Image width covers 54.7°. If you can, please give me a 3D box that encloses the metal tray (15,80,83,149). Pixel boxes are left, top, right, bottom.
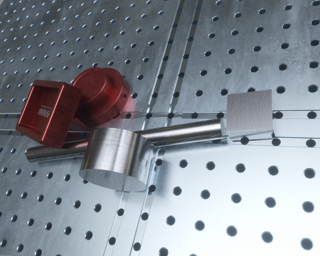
[{"bbox_3d":[-0.174,-0.025,0.473,0.130,0.030,0.090,13,82,50],"label":"metal tray"}]

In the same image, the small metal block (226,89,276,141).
[{"bbox_3d":[0.106,-0.014,0.361,0.050,0.025,0.050,-5,59,25],"label":"small metal block"}]

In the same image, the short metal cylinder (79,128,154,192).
[{"bbox_3d":[-0.051,0.040,0.373,0.080,0.080,0.050,-3,61,26],"label":"short metal cylinder"}]

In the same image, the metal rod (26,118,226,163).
[{"bbox_3d":[-0.062,0.021,0.426,0.301,0.025,0.025,-9,58,23],"label":"metal rod"}]

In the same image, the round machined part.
[{"bbox_3d":[-0.101,-0.056,0.482,0.098,0.042,0.098,-13,57,21],"label":"round machined part"}]
